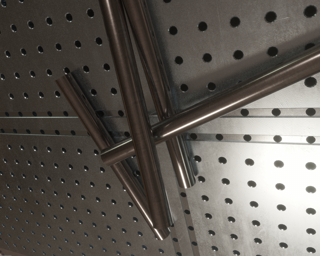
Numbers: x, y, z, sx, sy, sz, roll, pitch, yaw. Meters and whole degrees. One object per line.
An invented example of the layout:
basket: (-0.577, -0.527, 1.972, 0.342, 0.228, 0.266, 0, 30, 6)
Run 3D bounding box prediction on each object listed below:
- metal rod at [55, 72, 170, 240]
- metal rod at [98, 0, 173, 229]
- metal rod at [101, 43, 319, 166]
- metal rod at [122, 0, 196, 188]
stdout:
metal rod: (-0.065, 0.053, 0.476, 0.025, 0.025, 0.299, -19, 109, 35)
metal rod: (-0.029, -0.028, 0.355, 0.025, 0.025, 0.298, -9, 98, 31)
metal rod: (0.047, -0.017, 0.350, 0.300, 0.025, 0.025, -25, 105, 29)
metal rod: (-0.002, -0.053, 0.377, 0.025, 0.025, 0.298, -3, 117, 29)
